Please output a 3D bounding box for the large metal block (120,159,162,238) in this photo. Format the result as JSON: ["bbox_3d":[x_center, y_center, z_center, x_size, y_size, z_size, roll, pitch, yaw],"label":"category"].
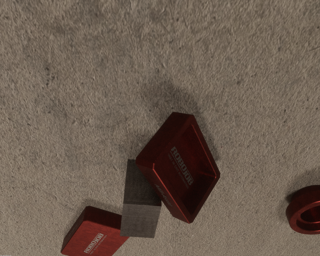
[{"bbox_3d":[-0.028,0.105,0.460,0.050,0.080,0.079,6,130,-5],"label":"large metal block"}]

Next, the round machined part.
[{"bbox_3d":[0.258,0.132,0.512,0.099,0.042,0.097,-1,130,0],"label":"round machined part"}]

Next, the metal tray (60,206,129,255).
[{"bbox_3d":[-0.118,0.201,0.574,0.091,0.030,0.129,23,126,-19],"label":"metal tray"}]

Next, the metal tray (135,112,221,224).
[{"bbox_3d":[0.030,0.054,0.411,0.030,0.090,0.130,12,143,41],"label":"metal tray"}]
